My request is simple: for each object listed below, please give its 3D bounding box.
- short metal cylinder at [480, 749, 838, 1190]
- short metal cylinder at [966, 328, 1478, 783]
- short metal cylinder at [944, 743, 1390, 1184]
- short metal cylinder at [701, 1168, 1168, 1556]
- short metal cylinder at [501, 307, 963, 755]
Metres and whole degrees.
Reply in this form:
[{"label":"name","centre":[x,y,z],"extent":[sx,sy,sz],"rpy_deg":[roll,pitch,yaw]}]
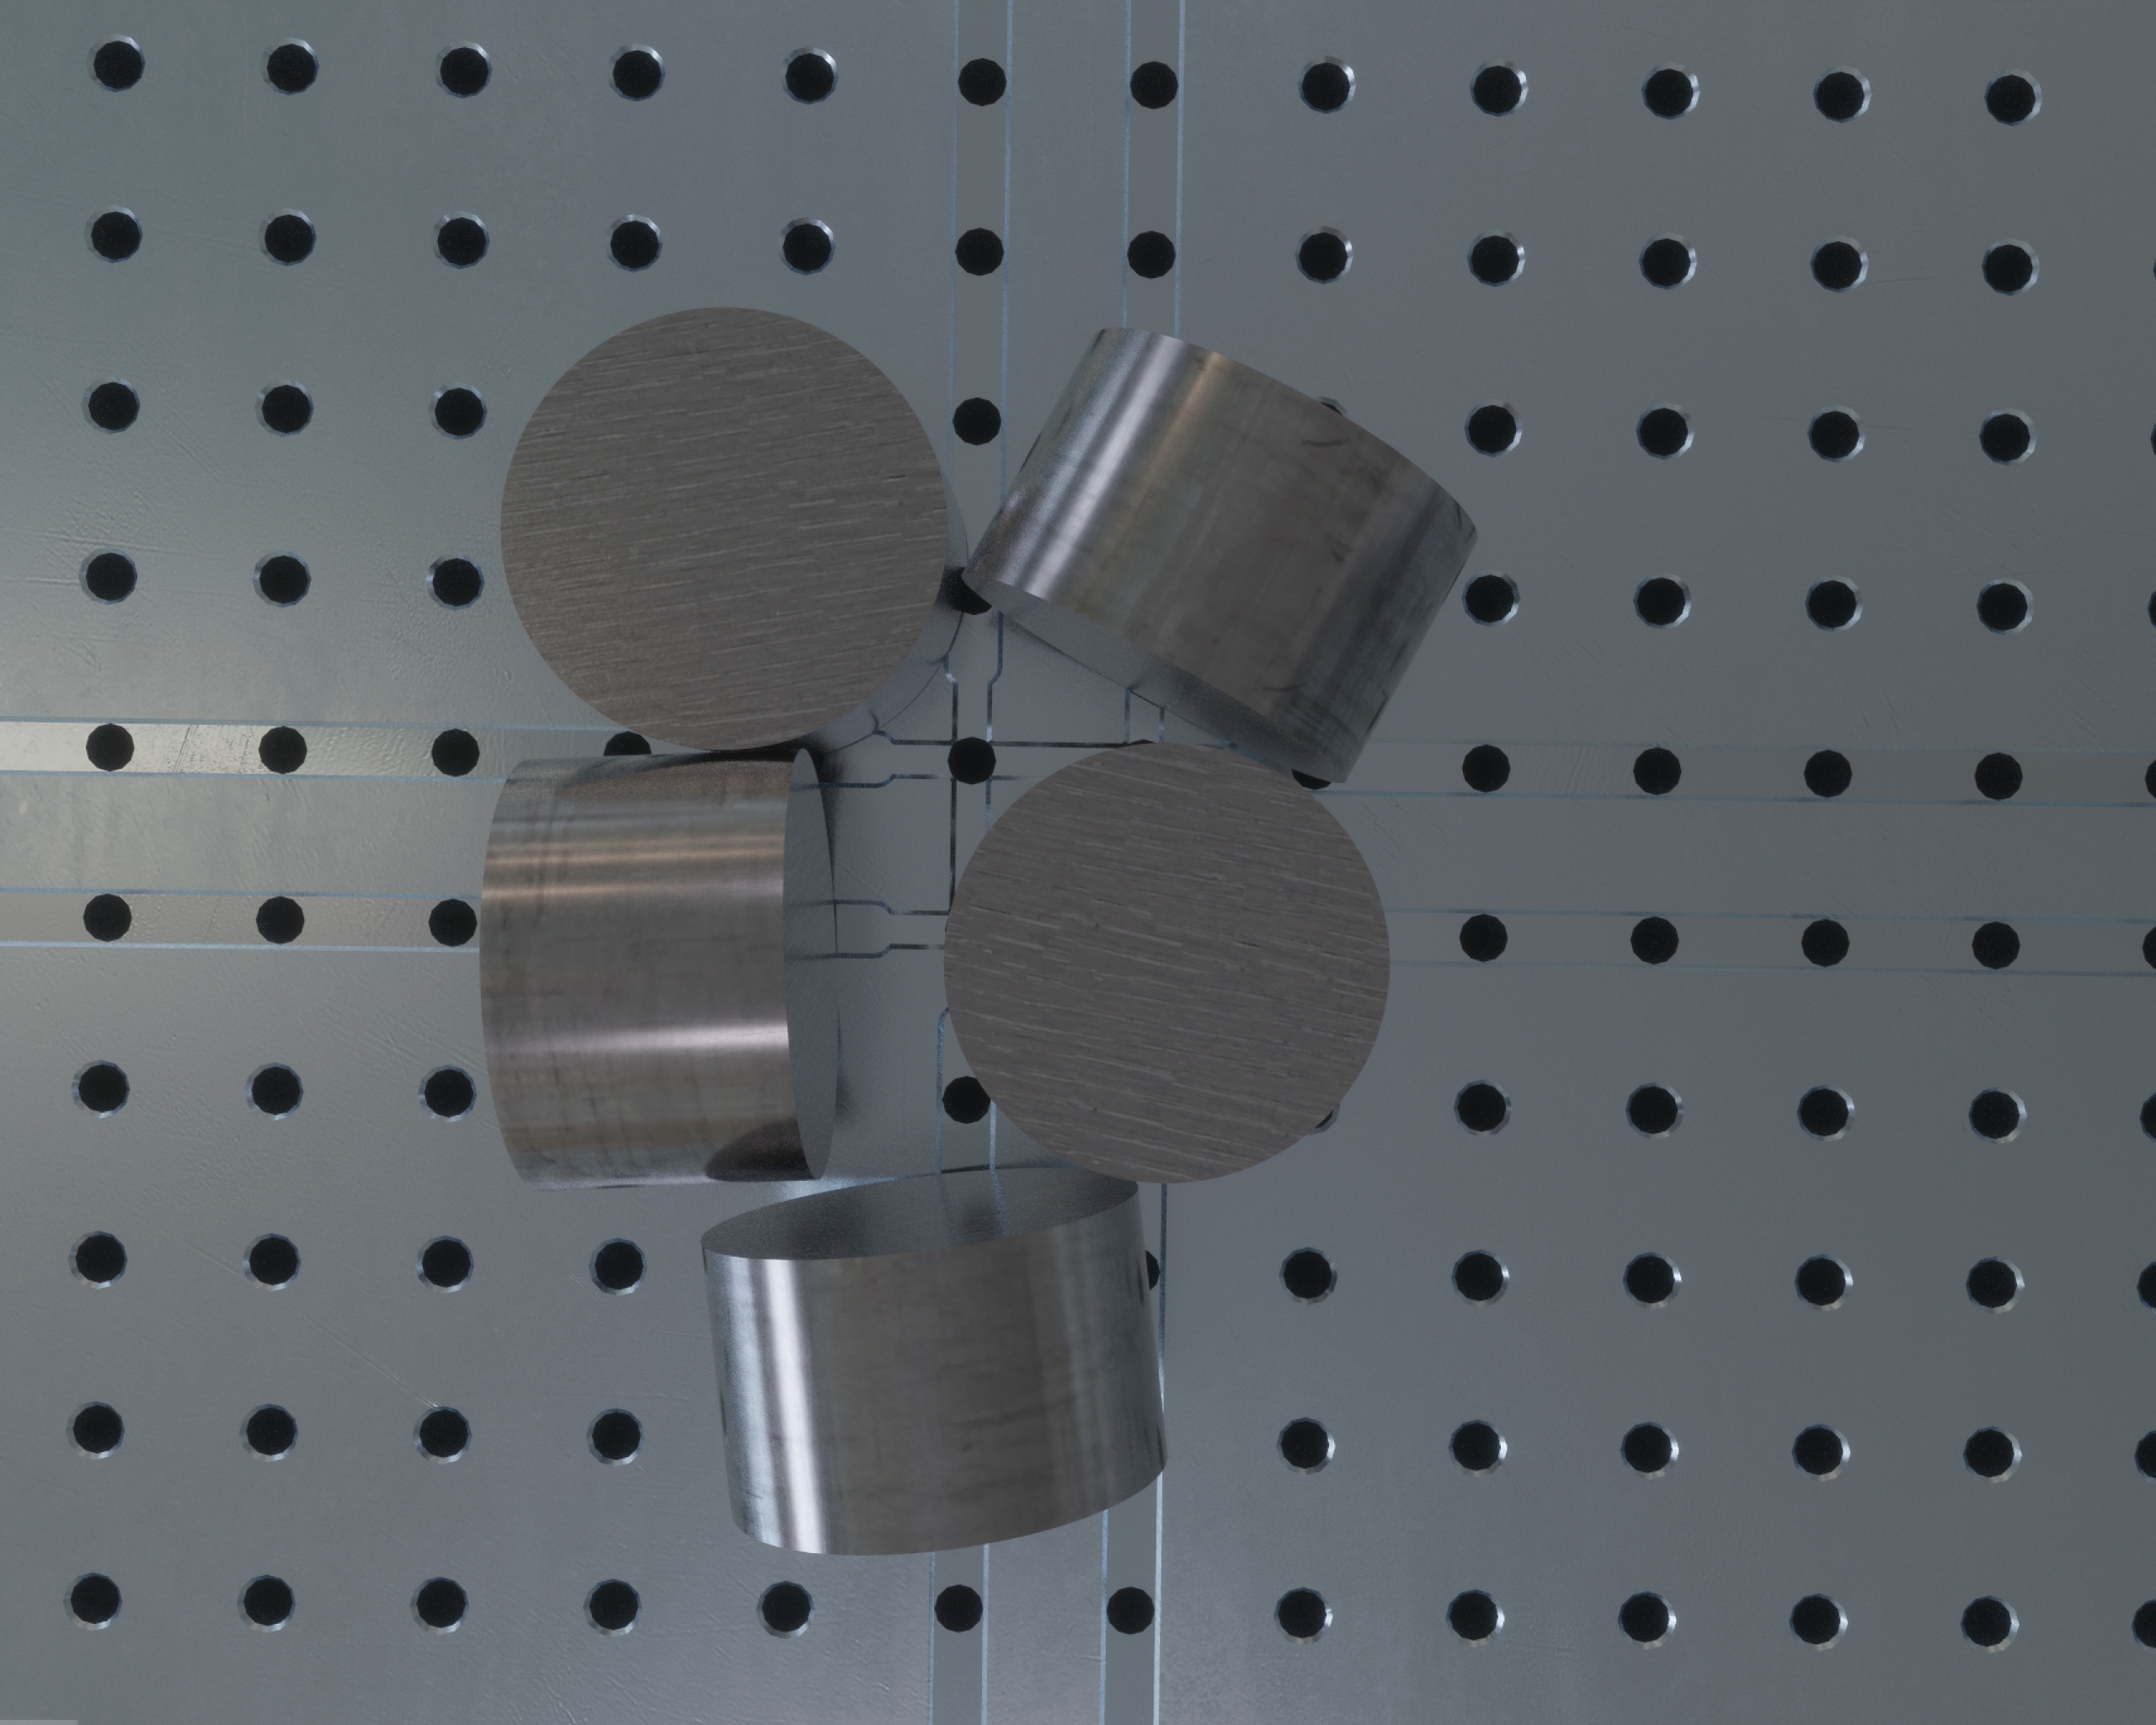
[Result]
[{"label":"short metal cylinder","centre":[-0.074,0.020,0.386],"extent":[0.050,0.080,0.080],"rpy_deg":[-2,90,-1]},{"label":"short metal cylinder","centre":[0.026,-0.056,0.386],"extent":[0.080,0.080,0.050],"rpy_deg":[28,89,0]},{"label":"short metal cylinder","centre":[0.016,0.018,0.401],"extent":[0.081,0.050,0.079],"rpy_deg":[0,91,-1]},{"label":"short metal cylinder","centre":[-0.026,0.089,0.385],"extent":[0.080,0.080,0.050],"rpy_deg":[-6,91,0]},{"label":"short metal cylinder","centre":[-0.063,-0.060,0.400],"extent":[0.080,0.050,0.079],"rpy_deg":[0,90,1]}]
